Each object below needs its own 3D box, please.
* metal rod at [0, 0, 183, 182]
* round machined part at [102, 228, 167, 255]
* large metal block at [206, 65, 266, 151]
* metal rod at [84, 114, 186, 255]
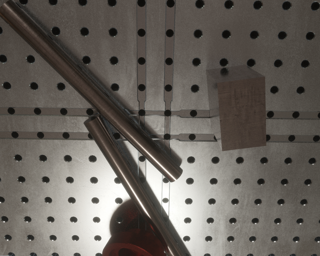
[{"bbox_3d":[-0.078,-0.036,0.398,0.025,0.025,0.300,-41,106,13],"label":"metal rod"},{"bbox_3d":[-0.033,0.190,0.462,0.098,0.042,0.097,10,122,17],"label":"round machined part"},{"bbox_3d":[0.090,-0.027,0.375,0.050,0.080,0.079,-7,110,2],"label":"large metal block"},{"bbox_3d":[-0.022,0.112,0.454,0.025,0.025,0.299,-26,109,9],"label":"metal rod"}]
